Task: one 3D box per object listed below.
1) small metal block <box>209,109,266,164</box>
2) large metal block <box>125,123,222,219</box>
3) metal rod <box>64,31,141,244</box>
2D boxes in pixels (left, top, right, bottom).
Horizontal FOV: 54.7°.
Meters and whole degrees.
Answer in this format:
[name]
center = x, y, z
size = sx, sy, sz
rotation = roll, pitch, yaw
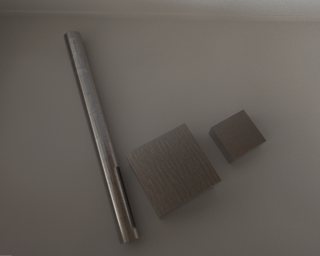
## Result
[small metal block]
center = 0.100, 0.012, 0.407
size = 0.050, 0.025, 0.050
rotation = -28, 73, -10
[large metal block]
center = 0.015, 0.053, 0.377
size = 0.080, 0.050, 0.080
rotation = -28, 73, -10
[metal rod]
center = -0.082, -0.002, 0.409
size = 0.025, 0.025, 0.299
rotation = -17, 71, -7
